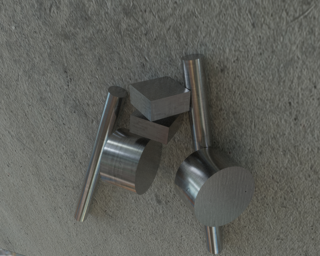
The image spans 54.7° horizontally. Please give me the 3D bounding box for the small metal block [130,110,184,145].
[{"bbox_3d":[-0.003,-0.010,0.386,0.050,0.050,0.025,18,126,17],"label":"small metal block"}]

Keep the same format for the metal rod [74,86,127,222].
[{"bbox_3d":[-0.103,0.060,0.498,0.025,0.025,0.298,30,128,8],"label":"metal rod"}]

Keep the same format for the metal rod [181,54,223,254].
[{"bbox_3d":[0.060,0.053,0.407,0.025,0.025,0.298,4,120,26],"label":"metal rod"}]

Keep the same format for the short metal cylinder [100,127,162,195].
[{"bbox_3d":[-0.037,0.044,0.418,0.050,0.080,0.079,15,125,20],"label":"short metal cylinder"}]

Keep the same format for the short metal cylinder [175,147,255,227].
[{"bbox_3d":[0.065,0.070,0.372,0.050,0.081,0.079,-137,32,-58],"label":"short metal cylinder"}]

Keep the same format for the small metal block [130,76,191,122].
[{"bbox_3d":[-0.001,-0.035,0.357,0.050,0.050,0.025,42,140,47],"label":"small metal block"}]
